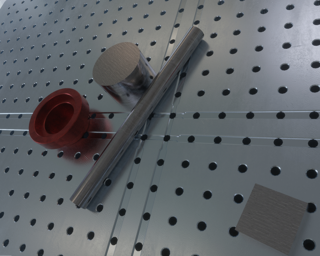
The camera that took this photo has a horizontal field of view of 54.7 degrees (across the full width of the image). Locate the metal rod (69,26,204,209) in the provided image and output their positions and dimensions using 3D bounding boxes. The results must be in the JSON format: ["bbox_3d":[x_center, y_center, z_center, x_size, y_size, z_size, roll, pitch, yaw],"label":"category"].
[{"bbox_3d":[-0.026,-0.023,0.435,0.025,0.025,0.300,25,75,36],"label":"metal rod"}]

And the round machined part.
[{"bbox_3d":[-0.151,-0.011,0.483,0.098,0.042,0.098,-13,56,21],"label":"round machined part"}]

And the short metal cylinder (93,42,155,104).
[{"bbox_3d":[-0.054,-0.083,0.472,0.080,0.050,0.080,-13,56,21],"label":"short metal cylinder"}]

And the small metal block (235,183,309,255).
[{"bbox_3d":[0.108,0.088,0.297,0.050,0.025,0.050,19,71,35],"label":"small metal block"}]
